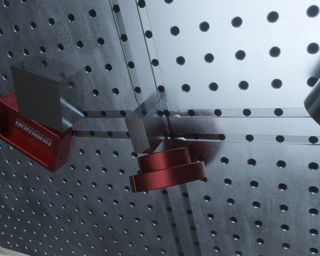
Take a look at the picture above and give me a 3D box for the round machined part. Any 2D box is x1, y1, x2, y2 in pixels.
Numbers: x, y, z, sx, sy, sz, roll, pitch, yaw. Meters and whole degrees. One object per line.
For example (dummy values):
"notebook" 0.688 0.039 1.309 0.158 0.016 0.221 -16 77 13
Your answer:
"round machined part" 0.008 0.052 0.401 0.098 0.099 0.042 -17 80 35

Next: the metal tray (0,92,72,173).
"metal tray" -0.217 0.008 0.527 0.130 0.030 0.089 30 128 8

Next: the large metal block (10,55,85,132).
"large metal block" -0.159 -0.051 0.448 0.080 0.050 0.079 19 126 17

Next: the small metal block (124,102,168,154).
"small metal block" -0.016 -0.001 0.403 0.025 0.050 0.050 0 118 28

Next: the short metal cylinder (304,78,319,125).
"short metal cylinder" 0.176 -0.024 0.268 0.080 0.080 0.050 30 128 9
